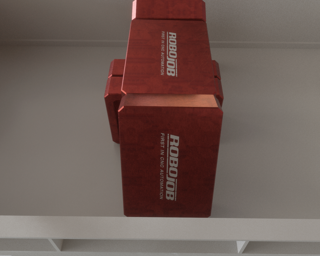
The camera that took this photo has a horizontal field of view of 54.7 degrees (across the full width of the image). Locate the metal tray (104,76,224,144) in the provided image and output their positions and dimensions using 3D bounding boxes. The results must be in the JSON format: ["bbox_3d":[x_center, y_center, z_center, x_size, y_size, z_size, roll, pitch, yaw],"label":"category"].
[{"bbox_3d":[0.005,-0.019,0.378,0.131,0.090,0.030,1,50,0],"label":"metal tray"}]

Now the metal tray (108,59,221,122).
[{"bbox_3d":[0.005,-0.043,0.397,0.131,0.090,0.030,1,50,0],"label":"metal tray"}]

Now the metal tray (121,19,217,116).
[{"bbox_3d":[0.009,-0.072,0.343,0.091,0.030,0.130,1,50,0],"label":"metal tray"}]

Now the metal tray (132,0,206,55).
[{"bbox_3d":[0.011,-0.124,0.438,0.091,0.130,0.030,1,71,0],"label":"metal tray"}]

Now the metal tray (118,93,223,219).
[{"bbox_3d":[0.009,0.032,0.306,0.091,0.129,0.030,1,28,0],"label":"metal tray"}]
